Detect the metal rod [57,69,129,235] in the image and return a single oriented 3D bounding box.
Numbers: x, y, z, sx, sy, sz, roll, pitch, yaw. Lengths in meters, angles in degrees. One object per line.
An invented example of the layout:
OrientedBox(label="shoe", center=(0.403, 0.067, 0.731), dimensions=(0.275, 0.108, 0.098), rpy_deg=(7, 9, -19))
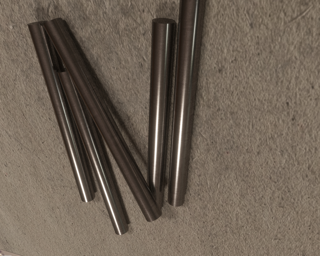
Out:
OrientedBox(label="metal rod", center=(-0.098, 0.051, 0.487), dimensions=(0.025, 0.025, 0.298), rpy_deg=(1, 119, 27))

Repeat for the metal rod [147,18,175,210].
OrientedBox(label="metal rod", center=(-0.003, 0.010, 0.413), dimensions=(0.025, 0.025, 0.298), rpy_deg=(16, 125, 19))

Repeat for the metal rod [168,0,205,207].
OrientedBox(label="metal rod", center=(0.028, -0.018, 0.379), dimensions=(0.025, 0.025, 0.298), rpy_deg=(15, 125, 19))

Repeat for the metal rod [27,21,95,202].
OrientedBox(label="metal rod", center=(-0.143, -0.007, 0.475), dimensions=(0.025, 0.025, 0.298), rpy_deg=(7, 122, 24))

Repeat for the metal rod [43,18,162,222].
OrientedBox(label="metal rod", center=(-0.072, -0.003, 0.423), dimensions=(0.025, 0.025, 0.299), rpy_deg=(-18, 104, 35))
